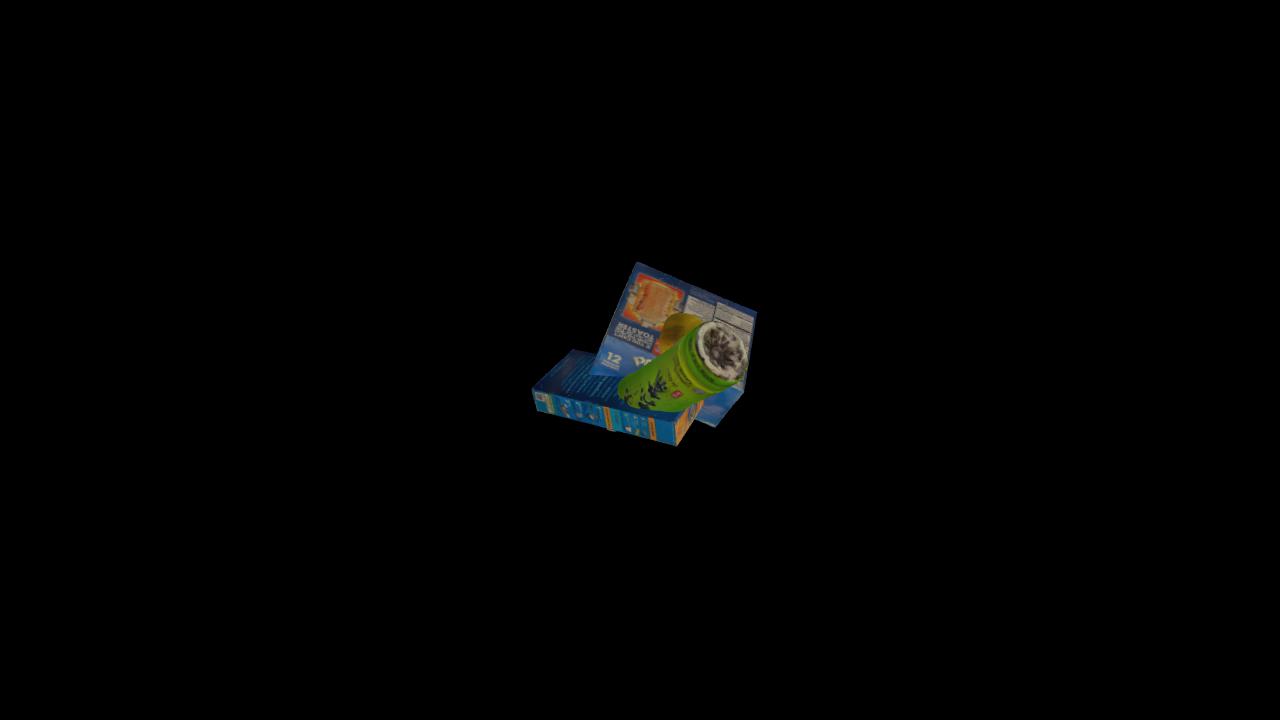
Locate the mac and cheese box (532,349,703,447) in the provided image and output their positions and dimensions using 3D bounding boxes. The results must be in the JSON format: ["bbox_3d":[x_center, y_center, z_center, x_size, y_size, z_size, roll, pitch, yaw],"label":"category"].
[{"bbox_3d":[-0.023,0.039,0.714,0.184,0.041,0.093,12,37,26],"label":"mac and cheese box"}]

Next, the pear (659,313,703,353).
[{"bbox_3d":[0.040,-0.015,0.702,0.080,0.080,0.111,0,2,20],"label":"pear"}]

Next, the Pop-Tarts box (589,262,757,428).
[{"bbox_3d":[0.043,-0.020,0.747,0.167,0.141,0.083,22,-43,-3],"label":"Pop-Tarts box"}]

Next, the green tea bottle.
[{"bbox_3d":[0.024,0.032,0.672,0.073,0.073,0.212,0,-25,-37],"label":"green tea bottle"}]
